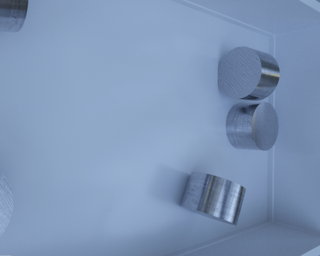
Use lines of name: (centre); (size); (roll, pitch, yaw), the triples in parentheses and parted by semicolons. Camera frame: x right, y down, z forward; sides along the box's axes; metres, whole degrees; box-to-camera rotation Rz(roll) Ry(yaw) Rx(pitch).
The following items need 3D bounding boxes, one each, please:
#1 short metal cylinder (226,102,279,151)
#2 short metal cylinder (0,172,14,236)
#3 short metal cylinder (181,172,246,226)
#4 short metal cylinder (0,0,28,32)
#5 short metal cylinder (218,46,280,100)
short metal cylinder: (0.157, -0.003, 0.525); (0.081, 0.050, 0.079); (0, 90, -40)
short metal cylinder: (-0.169, 0.062, 0.250); (0.081, 0.050, 0.079); (0, 90, -40)
short metal cylinder: (0.075, 0.099, 0.436); (0.080, 0.080, 0.050); (31, 71, -36)
short metal cylinder: (-0.146, -0.120, 0.249); (0.050, 0.080, 0.079); (-10, 97, -40)
short metal cylinder: (0.139, -0.084, 0.490); (0.050, 0.080, 0.079); (1, 90, -40)
